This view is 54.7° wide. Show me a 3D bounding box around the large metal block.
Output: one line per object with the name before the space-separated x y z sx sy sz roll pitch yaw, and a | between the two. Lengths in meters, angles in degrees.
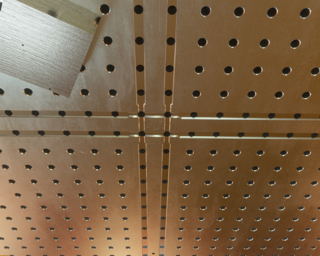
large metal block | -0.116 -0.089 0.318 0.080 0.050 0.080 21 127 -18
